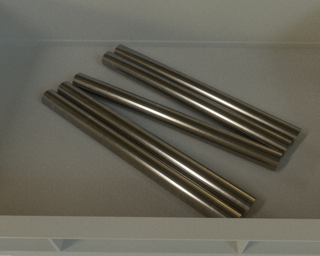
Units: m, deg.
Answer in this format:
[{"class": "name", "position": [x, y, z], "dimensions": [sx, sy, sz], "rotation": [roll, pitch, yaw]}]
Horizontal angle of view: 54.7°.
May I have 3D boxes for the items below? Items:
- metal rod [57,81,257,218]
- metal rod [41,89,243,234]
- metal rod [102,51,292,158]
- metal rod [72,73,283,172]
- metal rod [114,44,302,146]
[{"class": "metal rod", "position": [-0.021, 0.015, 0.391], "dimensions": [0.300, 0.025, 0.025], "rotation": [31, 57, 23]}, {"class": "metal rod", "position": [-0.039, 0.028, 0.380], "dimensions": [0.300, 0.025, 0.025], "rotation": [31, 57, 23]}, {"class": "metal rod", "position": [0.036, -0.042, 0.439], "dimensions": [0.300, 0.025, 0.025], "rotation": [30, 56, 22]}, {"class": "metal rod", "position": [0.010, -0.015, 0.416], "dimensions": [0.301, 0.025, 0.025], "rotation": [23, 54, 18]}, {"class": "metal rod", "position": [0.054, -0.057, 0.451], "dimensions": [0.300, 0.025, 0.025], "rotation": [30, 56, 22]}]
